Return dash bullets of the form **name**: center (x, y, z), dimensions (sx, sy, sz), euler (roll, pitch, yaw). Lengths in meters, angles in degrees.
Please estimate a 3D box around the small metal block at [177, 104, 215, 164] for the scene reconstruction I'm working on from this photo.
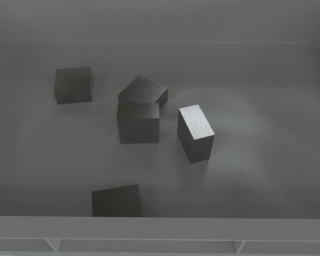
- **small metal block**: center (0.043, 0.008, 0.383), dimensions (0.025, 0.050, 0.050), euler (-14, 52, -11)

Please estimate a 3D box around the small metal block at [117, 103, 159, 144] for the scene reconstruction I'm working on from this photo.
- **small metal block**: center (-0.026, -0.005, 0.393), dimensions (0.050, 0.050, 0.025), euler (-1, 50, -1)

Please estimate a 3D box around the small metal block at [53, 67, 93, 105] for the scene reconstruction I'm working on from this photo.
- **small metal block**: center (-0.126, -0.063, 0.456), dimensions (0.050, 0.025, 0.050), euler (-5, 50, -5)

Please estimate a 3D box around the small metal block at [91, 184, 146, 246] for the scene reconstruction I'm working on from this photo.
- **small metal block**: center (-0.044, 0.091, 0.328), dimensions (0.050, 0.025, 0.050), euler (-8, 51, -7)

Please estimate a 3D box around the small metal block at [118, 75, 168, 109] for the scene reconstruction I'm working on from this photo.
- **small metal block**: center (-0.023, -0.043, 0.441), dimensions (0.050, 0.025, 0.050), euler (26, 54, 20)
